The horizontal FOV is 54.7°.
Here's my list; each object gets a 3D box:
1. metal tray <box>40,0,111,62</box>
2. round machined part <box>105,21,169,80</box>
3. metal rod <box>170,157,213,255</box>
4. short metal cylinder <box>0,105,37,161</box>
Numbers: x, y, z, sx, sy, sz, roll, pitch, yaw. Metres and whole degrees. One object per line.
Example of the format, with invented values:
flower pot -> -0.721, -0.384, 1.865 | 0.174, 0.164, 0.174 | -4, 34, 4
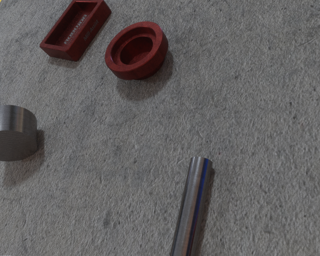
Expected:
metal tray -> -0.164, -0.194, 0.602 | 0.090, 0.030, 0.130 | 18, 71, 34
round machined part -> -0.032, -0.113, 0.478 | 0.098, 0.042, 0.098 | -13, 56, 20
metal rod -> 0.011, 0.169, 0.292 | 0.025, 0.025, 0.300 | 1, 62, 28
short metal cylinder -> -0.235, 0.009, 0.484 | 0.080, 0.080, 0.050 | -26, 53, 12
